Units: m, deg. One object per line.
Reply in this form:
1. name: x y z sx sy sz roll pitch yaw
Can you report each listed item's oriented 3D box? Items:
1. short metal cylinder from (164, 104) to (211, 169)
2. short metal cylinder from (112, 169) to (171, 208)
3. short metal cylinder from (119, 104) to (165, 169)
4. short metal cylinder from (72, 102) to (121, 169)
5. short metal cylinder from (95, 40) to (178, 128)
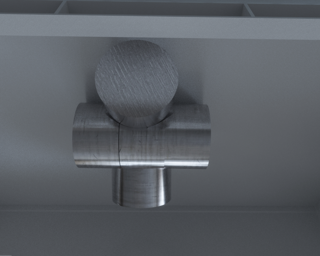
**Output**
1. short metal cylinder: 0.031 0.010 0.380 0.050 0.080 0.079 1 130 -1
2. short metal cylinder: -0.025 0.071 0.421 0.081 0.080 0.050 0 96 0
3. short metal cylinder: -0.020 0.010 0.379 0.050 0.080 0.079 1 130 -1
4. short metal cylinder: -0.071 0.009 0.378 0.050 0.080 0.079 1 130 -1
5. short metal cylinder: -0.023 -0.044 0.324 0.081 0.080 0.050 1 168 -1
